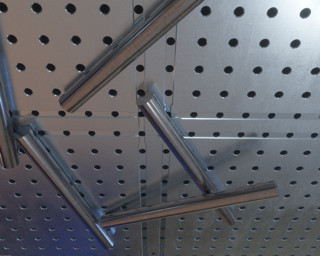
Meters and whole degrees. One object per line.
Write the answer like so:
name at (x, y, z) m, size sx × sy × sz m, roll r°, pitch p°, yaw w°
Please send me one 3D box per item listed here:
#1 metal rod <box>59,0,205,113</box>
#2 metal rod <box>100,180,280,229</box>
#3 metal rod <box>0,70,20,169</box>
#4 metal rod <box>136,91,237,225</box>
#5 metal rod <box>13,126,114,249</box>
metal rod at (-0.004, -0.106, 0.320) m, size 0.299 × 0.025 × 0.025 m, roll -35°, pitch 122°, yaw 25°
metal rod at (0.033, 0.126, 0.493) m, size 0.300 × 0.025 × 0.025 m, roll -18°, pitch 129°, yaw 24°
metal rod at (-0.197, -0.062, 0.355) m, size 0.025 × 0.025 × 0.298 m, roll 6°, pitch 130°, yaw -6°
metal rod at (0.053, 0.063, 0.465) m, size 0.025 × 0.025 × 0.300 m, roll -23°, pitch 127°, yaw 18°
metal rod at (-0.143, 0.115, 0.506) m, size 0.025 × 0.025 × 0.299 m, roll -13°, pitch 129°, yaw 10°
